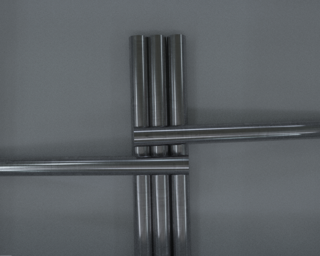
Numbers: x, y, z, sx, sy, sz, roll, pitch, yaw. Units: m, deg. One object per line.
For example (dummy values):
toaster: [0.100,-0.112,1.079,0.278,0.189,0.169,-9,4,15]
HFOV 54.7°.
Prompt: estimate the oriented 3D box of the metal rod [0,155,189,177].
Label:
metal rod: [-0.115,0.048,0.393,0.302,0.025,0.025,-1,90,5]

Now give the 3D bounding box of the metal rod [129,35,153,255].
metal rod: [-0.025,0.030,0.410,0.025,0.025,0.298,-1,90,-1]

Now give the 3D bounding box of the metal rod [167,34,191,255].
metal rod: [0.026,0.028,0.410,0.025,0.025,0.298,-1,90,-1]

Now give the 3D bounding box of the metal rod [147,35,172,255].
metal rod: [0.000,0.029,0.410,0.025,0.025,0.298,-1,90,-1]

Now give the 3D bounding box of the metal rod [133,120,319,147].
metal rod: [0.118,0.005,0.394,0.302,0.025,0.025,-2,90,-7]
